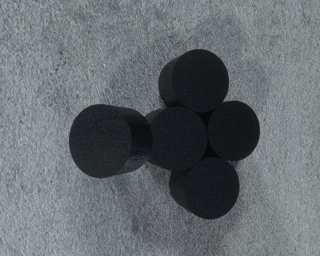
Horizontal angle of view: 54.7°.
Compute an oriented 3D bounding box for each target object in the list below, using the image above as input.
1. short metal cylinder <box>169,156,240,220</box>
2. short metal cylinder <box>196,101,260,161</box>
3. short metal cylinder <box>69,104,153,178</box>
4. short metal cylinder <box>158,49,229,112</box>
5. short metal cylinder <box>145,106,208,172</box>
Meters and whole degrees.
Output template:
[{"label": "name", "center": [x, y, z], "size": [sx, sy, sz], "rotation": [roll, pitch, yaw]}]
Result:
[{"label": "short metal cylinder", "center": [0.059, 0.077, 0.419], "size": [0.081, 0.050, 0.080], "rotation": [0, 90, -20]}, {"label": "short metal cylinder", "center": [0.090, 0.004, 0.430], "size": [0.081, 0.050, 0.080], "rotation": [0, 90, -20]}, {"label": "short metal cylinder", "center": [-0.055, 0.014, 0.355], "size": [0.080, 0.050, 0.080], "rotation": [-1, 89, 24]}, {"label": "short metal cylinder", "center": [0.044, -0.060, 0.413], "size": [0.081, 0.050, 0.080], "rotation": [0, 90, -20]}, {"label": "short metal cylinder", "center": [0.014, 0.013, 0.402], "size": [0.081, 0.050, 0.080], "rotation": [0, 90, -20]}]
